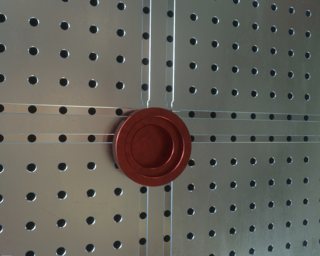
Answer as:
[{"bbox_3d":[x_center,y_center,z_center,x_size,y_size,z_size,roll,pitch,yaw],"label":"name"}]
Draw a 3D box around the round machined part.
[{"bbox_3d":[-0.013,0.023,0.399,0.099,0.042,0.097,0,90,-20],"label":"round machined part"}]
